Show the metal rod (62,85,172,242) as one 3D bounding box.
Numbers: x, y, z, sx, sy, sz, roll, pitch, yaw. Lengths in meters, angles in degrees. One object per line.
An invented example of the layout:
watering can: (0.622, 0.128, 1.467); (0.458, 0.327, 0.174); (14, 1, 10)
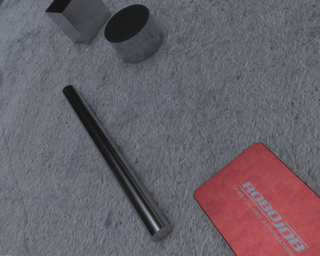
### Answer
metal rod: (-0.075, 0.026, 0.426); (0.025, 0.025, 0.300); (-41, 51, 0)

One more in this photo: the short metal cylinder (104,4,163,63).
short metal cylinder: (-0.042, -0.153, 0.504); (0.080, 0.050, 0.080); (-13, 56, 21)

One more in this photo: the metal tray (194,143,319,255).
metal tray: (0.104, 0.087, 0.293); (0.090, 0.030, 0.130); (-39, 51, 1)

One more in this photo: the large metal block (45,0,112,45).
large metal block: (-0.150, -0.215, 0.579); (0.050, 0.080, 0.080); (18, 71, 35)
